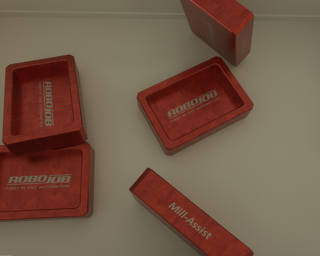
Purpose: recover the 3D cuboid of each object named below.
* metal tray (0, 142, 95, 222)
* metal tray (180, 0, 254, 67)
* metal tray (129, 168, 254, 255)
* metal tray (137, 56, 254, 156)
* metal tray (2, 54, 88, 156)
[{"bbox_3d":[-0.150,0.066,0.380,0.131,0.030,0.090,-2,70,-2],"label":"metal tray"},{"bbox_3d":[0.075,-0.135,0.403,0.090,0.130,0.030,43,96,14],"label":"metal tray"},{"bbox_3d":[0.029,0.103,0.337,0.130,0.090,0.030,37,74,12],"label":"metal tray"},{"bbox_3d":[0.046,-0.031,0.418,0.131,0.030,0.090,-26,72,-10],"label":"metal tray"},{"bbox_3d":[-0.148,-0.034,0.399,0.091,0.030,0.130,-12,57,-8],"label":"metal tray"}]
